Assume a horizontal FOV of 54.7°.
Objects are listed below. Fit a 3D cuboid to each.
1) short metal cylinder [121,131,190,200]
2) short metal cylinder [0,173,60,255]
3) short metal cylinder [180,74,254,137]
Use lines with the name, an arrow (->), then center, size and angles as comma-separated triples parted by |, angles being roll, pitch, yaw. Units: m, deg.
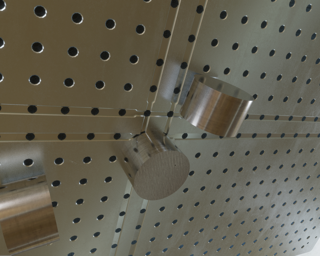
short metal cylinder -> -0.007, 0.051, 0.423 | 0.081, 0.050, 0.079 | -14, 124, -21
short metal cylinder -> -0.149, 0.097, 0.354 | 0.050, 0.080, 0.079 | -13, 124, -22
short metal cylinder -> 0.072, -0.030, 0.396 | 0.081, 0.080, 0.050 | 7, 115, -32
